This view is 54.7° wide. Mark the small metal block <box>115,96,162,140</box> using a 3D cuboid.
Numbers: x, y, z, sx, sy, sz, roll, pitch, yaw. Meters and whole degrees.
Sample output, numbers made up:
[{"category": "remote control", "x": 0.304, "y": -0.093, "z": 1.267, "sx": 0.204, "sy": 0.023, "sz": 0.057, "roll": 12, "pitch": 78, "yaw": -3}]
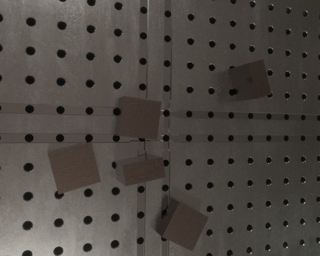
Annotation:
[{"category": "small metal block", "x": -0.029, "y": -0.012, "z": 0.403, "sx": 0.050, "sy": 0.025, "sz": 0.050, "roll": 7, "pitch": 88, "yaw": -20}]

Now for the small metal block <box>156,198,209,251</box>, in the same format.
[{"category": "small metal block", "x": 0.031, "y": 0.132, "z": 0.425, "sx": 0.050, "sy": 0.025, "sz": 0.050, "roll": 31, "pitch": 80, "yaw": -18}]

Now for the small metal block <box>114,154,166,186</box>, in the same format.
[{"category": "small metal block", "x": -0.027, "y": 0.051, "z": 0.390, "sx": 0.050, "sy": 0.050, "sz": 0.025, "roll": -10, "pitch": 94, "yaw": -20}]

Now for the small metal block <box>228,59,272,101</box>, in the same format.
[{"category": "small metal block", "x": 0.129, "y": -0.068, "z": 0.449, "sx": 0.025, "sy": 0.050, "sz": 0.050, "roll": -18, "pitch": 96, "yaw": -19}]

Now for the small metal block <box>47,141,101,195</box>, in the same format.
[{"category": "small metal block", "x": -0.104, "y": 0.047, "z": 0.375, "sx": 0.050, "sy": 0.025, "sz": 0.050, "roll": -15, "pitch": 95, "yaw": -20}]
